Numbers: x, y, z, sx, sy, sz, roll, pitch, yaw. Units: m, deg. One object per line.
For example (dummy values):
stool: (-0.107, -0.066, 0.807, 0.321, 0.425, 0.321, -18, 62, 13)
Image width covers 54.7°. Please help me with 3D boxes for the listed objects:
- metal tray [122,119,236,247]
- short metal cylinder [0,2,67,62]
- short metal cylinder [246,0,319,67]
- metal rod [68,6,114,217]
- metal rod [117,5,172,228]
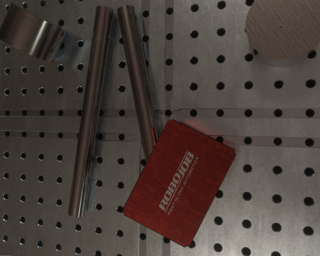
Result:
metal tray: (0.024, 0.065, 0.382, 0.090, 0.030, 0.130, 27, 90, 6)
short metal cylinder: (-0.182, -0.136, 0.446, 0.080, 0.080, 0.050, 31, 100, 17)
short metal cylinder: (0.140, -0.112, 0.350, 0.080, 0.050, 0.079, 0, 90, 19)
metal rod: (-0.100, -0.021, 0.446, 0.025, 0.025, 0.298, 10, 93, 19)
metal rod: (-0.019, -0.018, 0.418, 0.025, 0.025, 0.298, -12, 86, 19)
